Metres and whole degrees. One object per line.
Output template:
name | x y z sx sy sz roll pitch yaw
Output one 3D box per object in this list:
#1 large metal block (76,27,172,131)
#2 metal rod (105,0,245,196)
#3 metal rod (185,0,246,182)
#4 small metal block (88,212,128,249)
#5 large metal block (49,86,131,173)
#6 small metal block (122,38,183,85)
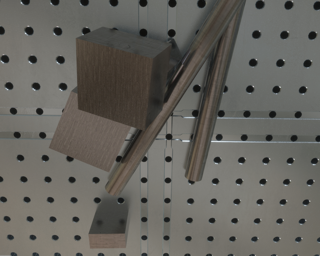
large metal block | -0.039 -0.053 0.328 0.080 0.050 0.079 18 125 14
metal rod | 0.007 -0.028 0.389 0.025 0.025 0.298 28 112 -10
metal rod | 0.072 -0.068 0.388 0.025 0.025 0.298 9 110 -4
small metal block | -0.073 0.149 0.454 0.050 0.050 0.025 -1 110 0
large metal block | -0.083 -0.002 0.399 0.080 0.050 0.080 24 108 -9
small metal block | -0.008 -0.077 0.363 0.050 0.050 0.025 -16 111 31
